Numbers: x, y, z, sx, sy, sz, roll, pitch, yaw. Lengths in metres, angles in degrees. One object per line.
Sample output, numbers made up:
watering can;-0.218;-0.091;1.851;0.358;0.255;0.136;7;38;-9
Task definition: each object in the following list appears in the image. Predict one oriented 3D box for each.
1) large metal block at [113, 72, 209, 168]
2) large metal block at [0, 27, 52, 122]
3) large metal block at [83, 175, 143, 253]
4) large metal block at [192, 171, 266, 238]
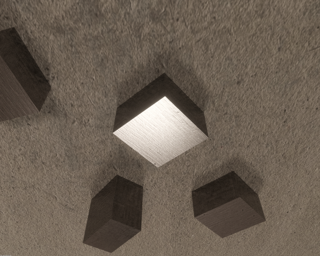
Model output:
large metal block;0.001;-0.007;0.385;0.080;0.050;0.080;-33;123;25
large metal block;-0.183;-0.054;0.342;0.080;0.050;0.080;-13;129;10
large metal block;-0.072;0.134;0.485;0.050;0.080;0.080;30;124;-24
large metal block;0.109;0.126;0.500;0.080;0.050;0.080;-32;123;24
